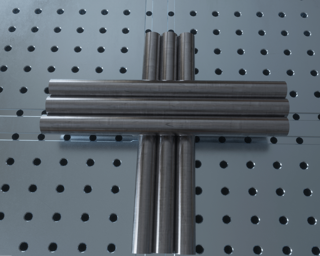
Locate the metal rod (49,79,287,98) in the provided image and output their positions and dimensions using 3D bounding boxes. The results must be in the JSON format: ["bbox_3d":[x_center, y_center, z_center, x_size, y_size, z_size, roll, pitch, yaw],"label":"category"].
[{"bbox_3d":[0.010,-0.050,0.404,0.302,0.025,0.025,1,70,0],"label":"metal rod"}]

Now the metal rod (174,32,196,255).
[{"bbox_3d":[0.034,0.006,0.410,0.025,0.025,0.299,2,70,1],"label":"metal rod"}]

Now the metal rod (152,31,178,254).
[{"bbox_3d":[0.009,0.004,0.410,0.025,0.025,0.299,2,70,1],"label":"metal rod"}]

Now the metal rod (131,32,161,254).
[{"bbox_3d":[-0.016,0.005,0.410,0.025,0.025,0.299,2,70,1],"label":"metal rod"}]

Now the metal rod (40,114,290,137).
[{"bbox_3d":[0.006,-0.003,0.386,0.302,0.025,0.025,1,70,0],"label":"metal rod"}]

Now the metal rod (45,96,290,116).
[{"bbox_3d":[0.009,-0.027,0.395,0.302,0.025,0.025,1,70,0],"label":"metal rod"}]
